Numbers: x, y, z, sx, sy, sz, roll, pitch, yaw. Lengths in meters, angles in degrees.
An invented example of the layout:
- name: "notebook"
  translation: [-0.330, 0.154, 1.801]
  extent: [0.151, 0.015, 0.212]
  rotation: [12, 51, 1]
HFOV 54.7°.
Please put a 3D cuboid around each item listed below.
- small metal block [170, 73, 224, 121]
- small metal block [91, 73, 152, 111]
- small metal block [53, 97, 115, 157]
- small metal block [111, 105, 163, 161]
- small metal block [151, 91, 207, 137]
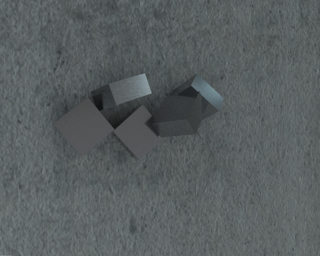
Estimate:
- name: "small metal block"
  translation: [0.047, -0.037, 0.411]
  extent: [0.050, 0.050, 0.025]
  rotation: [40, 50, -16]
- name: "small metal block"
  translation: [-0.047, -0.043, 0.373]
  extent: [0.050, 0.050, 0.025]
  rotation: [-23, 98, -35]
- name: "small metal block"
  translation: [-0.093, -0.002, 0.375]
  extent: [0.050, 0.025, 0.050]
  rotation: [-41, 104, -15]
- name: "small metal block"
  translation: [-0.028, 0.006, 0.400]
  extent: [0.050, 0.025, 0.050]
  rotation: [-44, 104, -15]
- name: "small metal block"
  translation: [0.025, -0.017, 0.385]
  extent: [0.025, 0.050, 0.050]
  rotation: [57, 43, -33]
